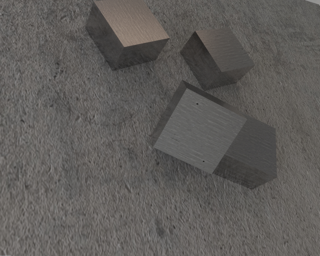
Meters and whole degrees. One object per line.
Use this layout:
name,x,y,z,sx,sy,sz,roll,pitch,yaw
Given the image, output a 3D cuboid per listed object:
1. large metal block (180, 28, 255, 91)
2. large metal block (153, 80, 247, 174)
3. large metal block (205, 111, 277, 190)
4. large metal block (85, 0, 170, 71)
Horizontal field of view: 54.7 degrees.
large metal block,0.094,-0.114,0.507,0.081,0.050,0.080,-17,71,-35
large metal block,0.046,-0.002,0.384,0.080,0.080,0.050,26,16,-11
large metal block,0.112,0.028,0.430,0.080,0.050,0.080,24,53,-14
large metal block,-0.047,-0.137,0.445,0.081,0.050,0.080,-23,75,-36
